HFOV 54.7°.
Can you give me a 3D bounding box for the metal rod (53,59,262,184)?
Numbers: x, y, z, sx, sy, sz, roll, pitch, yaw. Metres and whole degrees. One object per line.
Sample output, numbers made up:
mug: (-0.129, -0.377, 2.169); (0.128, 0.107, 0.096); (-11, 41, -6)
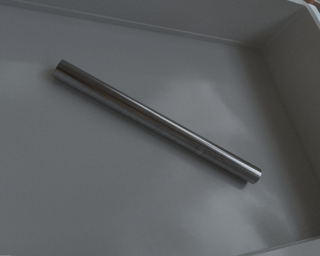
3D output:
metal rod: (0.005, -0.003, 0.409); (0.301, 0.025, 0.025); (29, 52, -11)
